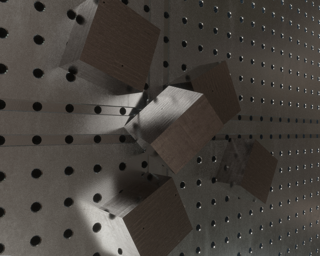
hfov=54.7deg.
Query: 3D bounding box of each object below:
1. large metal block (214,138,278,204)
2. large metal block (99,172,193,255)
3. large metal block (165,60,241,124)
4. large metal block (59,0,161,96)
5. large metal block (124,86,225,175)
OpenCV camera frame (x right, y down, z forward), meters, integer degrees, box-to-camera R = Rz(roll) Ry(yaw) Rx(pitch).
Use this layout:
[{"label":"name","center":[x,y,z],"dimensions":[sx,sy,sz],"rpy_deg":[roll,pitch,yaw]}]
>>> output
[{"label":"large metal block","center":[0.146,0.071,0.519],"dimensions":[0.080,0.050,0.080],"rpy_deg":[37,68,-34]},{"label":"large metal block","center":[-0.015,0.113,0.383],"dimensions":[0.081,0.050,0.080],"rpy_deg":[-34,111,-35]},{"label":"large metal block","center":[0.065,-0.043,0.449],"dimensions":[0.081,0.050,0.080],"rpy_deg":[-35,112,-35]},{"label":"large metal block","center":[-0.054,-0.091,0.349],"dimensions":[0.080,0.050,0.080],"rpy_deg":[24,75,-38]},{"label":"large metal block","center":[0.015,-0.002,0.374],"dimensions":[0.080,0.080,0.050],"rpy_deg":[-43,118,-11]}]
